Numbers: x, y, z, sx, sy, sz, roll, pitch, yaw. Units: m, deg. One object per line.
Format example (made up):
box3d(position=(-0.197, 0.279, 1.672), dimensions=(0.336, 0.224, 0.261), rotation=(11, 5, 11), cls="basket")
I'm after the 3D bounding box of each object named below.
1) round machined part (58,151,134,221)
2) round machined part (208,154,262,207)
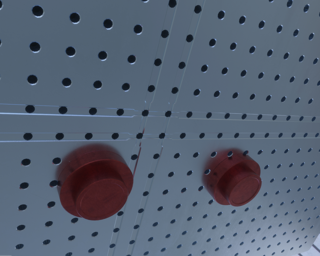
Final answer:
box3d(position=(-0.081, 0.082, 0.408), dimensions=(0.099, 0.042, 0.097), rotation=(-14, 125, -21), cls="round machined part")
box3d(position=(0.136, 0.097, 0.537), dimensions=(0.099, 0.042, 0.097), rotation=(-14, 125, -21), cls="round machined part")
